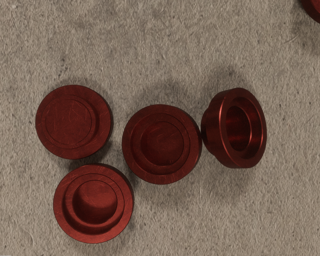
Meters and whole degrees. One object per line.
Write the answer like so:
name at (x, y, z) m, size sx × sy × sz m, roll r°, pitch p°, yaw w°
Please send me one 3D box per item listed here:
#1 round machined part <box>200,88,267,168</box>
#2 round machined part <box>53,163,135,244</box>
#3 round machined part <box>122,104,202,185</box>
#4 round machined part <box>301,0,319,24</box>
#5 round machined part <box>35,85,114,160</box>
round machined part at (0.088, 0.001, 0.386) m, size 0.099 × 0.042 × 0.097 m, roll 8°, pitch 78°, yaw -41°
round machined part at (-0.082, 0.094, 0.401) m, size 0.099 × 0.042 × 0.097 m, roll 0°, pitch 90°, yaw -1°
round machined part at (0.005, 0.020, 0.392) m, size 0.098 × 0.042 × 0.097 m, roll 0°, pitch 91°, yaw 17°
round machined part at (0.231, -0.179, 0.404) m, size 0.099 × 0.042 × 0.097 m, roll 0°, pitch 90°, yaw -1°
round machined part at (-0.112, -0.008, 0.400) m, size 0.099 × 0.042 × 0.097 m, roll 0°, pitch 90°, yaw -1°
